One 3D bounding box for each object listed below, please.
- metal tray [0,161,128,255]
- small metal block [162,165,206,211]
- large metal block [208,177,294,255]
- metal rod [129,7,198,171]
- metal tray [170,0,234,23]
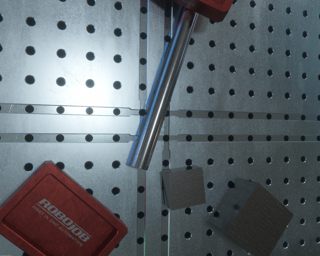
[{"bbox_3d":[-0.115,0.113,0.367,0.130,0.030,0.090,46,76,-15],"label":"metal tray"},{"bbox_3d":[0.033,0.081,0.426,0.050,0.025,0.050,-7,92,-20],"label":"small metal block"},{"bbox_3d":[0.132,0.131,0.450,0.080,0.050,0.080,41,77,-16],"label":"large metal block"},{"bbox_3d":[0.018,-0.089,0.420,0.025,0.025,0.299,21,83,-19],"label":"metal rod"},{"bbox_3d":[0.043,-0.208,0.404,0.131,0.030,0.090,25,83,-1],"label":"metal tray"}]
